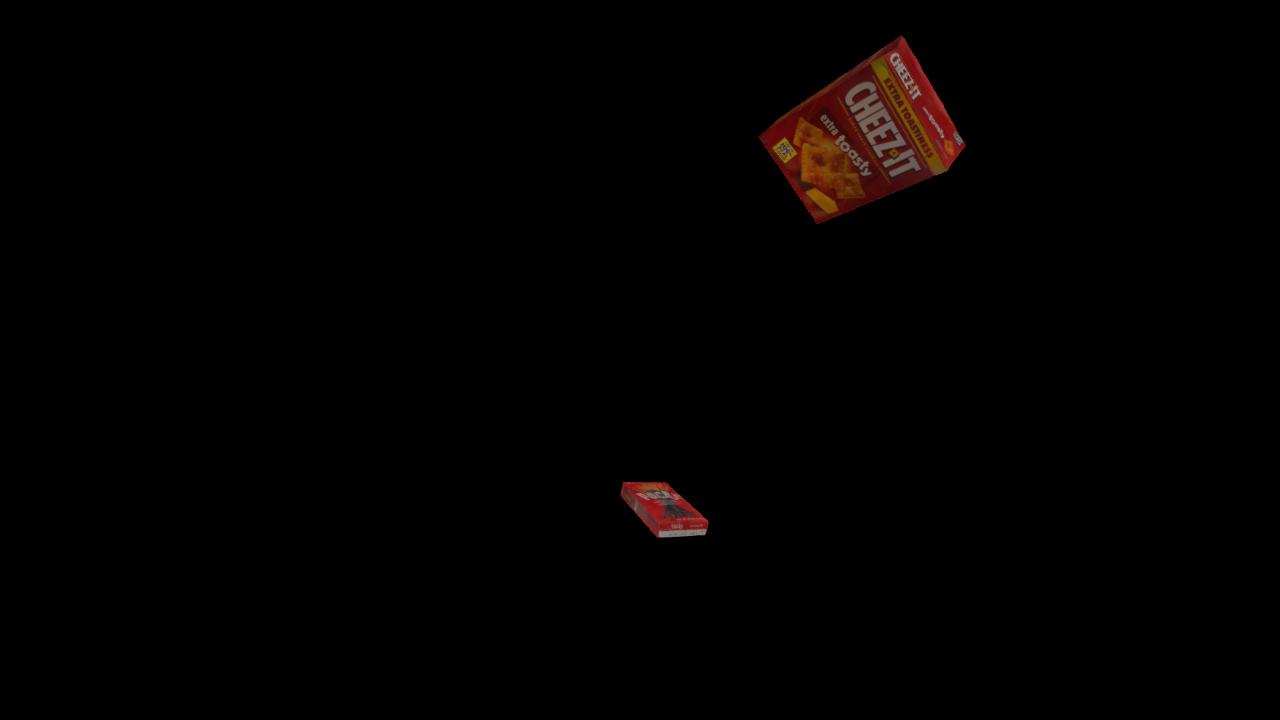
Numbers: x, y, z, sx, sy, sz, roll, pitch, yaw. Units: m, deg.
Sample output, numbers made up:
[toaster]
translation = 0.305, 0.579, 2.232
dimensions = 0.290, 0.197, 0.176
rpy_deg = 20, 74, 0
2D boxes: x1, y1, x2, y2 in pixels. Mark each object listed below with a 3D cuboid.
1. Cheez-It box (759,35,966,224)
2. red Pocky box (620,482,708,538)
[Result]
[Cheez-It box]
translation = 0.296, -0.300, 0.844
dimensions = 0.071, 0.166, 0.223
rpy_deg = -47, 17, -27
[red Pocky box]
translation = 0.034, 0.230, 0.961
dimensions = 0.083, 0.028, 0.155
rpy_deg = 4, 10, -24
